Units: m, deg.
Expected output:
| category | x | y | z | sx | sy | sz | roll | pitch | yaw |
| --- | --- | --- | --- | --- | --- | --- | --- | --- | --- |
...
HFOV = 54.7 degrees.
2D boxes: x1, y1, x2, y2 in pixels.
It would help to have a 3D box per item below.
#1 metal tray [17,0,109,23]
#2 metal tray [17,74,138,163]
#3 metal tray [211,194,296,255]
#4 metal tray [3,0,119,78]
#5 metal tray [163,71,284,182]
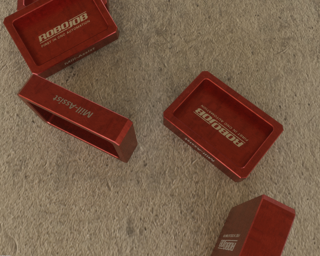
| category | x | y | z | sx | sy | sz | roll | pitch | yaw |
| --- | --- | --- | --- | --- | --- | --- | --- | --- | --- |
| metal tray | -0.148 | -0.211 | 0.481 | 0.131 | 0.030 | 0.090 | -6 | 70 | -2 |
| metal tray | -0.094 | -0.008 | 0.375 | 0.130 | 0.090 | 0.030 | 25 | 72 | 9 |
| metal tray | 0.082 | 0.121 | 0.309 | 0.030 | 0.130 | 0.090 | 26 | 72 | 9 |
| metal tray | -0.135 | -0.139 | 0.434 | 0.130 | 0.030 | 0.090 | -30 | 89 | -3 |
| metal tray | 0.080 | -0.004 | 0.407 | 0.130 | 0.030 | 0.090 | 39 | 74 | 13 |
